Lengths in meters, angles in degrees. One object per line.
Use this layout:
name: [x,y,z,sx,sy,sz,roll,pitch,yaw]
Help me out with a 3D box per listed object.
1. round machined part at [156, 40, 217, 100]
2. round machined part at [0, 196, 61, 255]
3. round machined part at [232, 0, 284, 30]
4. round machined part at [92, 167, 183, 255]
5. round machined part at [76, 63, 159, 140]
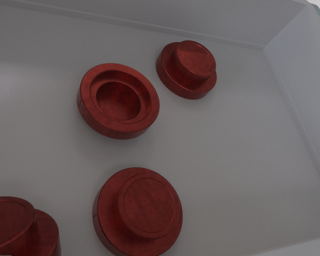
round machined part: [0.047,-0.096,0.478,0.099,0.042,0.098,14,56,-21]
round machined part: [-0.129,0.088,0.236,0.099,0.042,0.098,1,21,0]
round machined part: [0.190,-0.223,0.616,0.099,0.042,0.098,10,24,-4]
round machined part: [-0.019,0.087,0.331,0.099,0.042,0.098,14,56,-21]
round machined part: [-0.054,-0.029,0.383,0.099,0.042,0.098,14,56,-21]
